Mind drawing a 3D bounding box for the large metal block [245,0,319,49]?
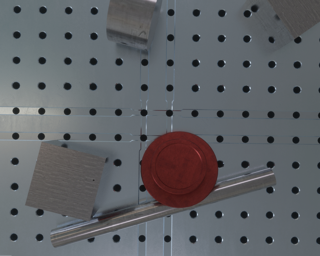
[{"bbox_3d":[0.174,-0.164,0.402,0.080,0.050,0.080,-35,90,0],"label":"large metal block"}]

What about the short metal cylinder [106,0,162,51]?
[{"bbox_3d":[-0.030,-0.142,0.386,0.050,0.080,0.080,15,90,0],"label":"short metal cylinder"}]

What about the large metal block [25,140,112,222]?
[{"bbox_3d":[-0.114,0.065,0.400,0.080,0.050,0.080,15,90,0],"label":"large metal block"}]

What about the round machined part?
[{"bbox_3d":[0.024,0.051,0.392,0.099,0.042,0.098,-1,74,4],"label":"round machined part"}]

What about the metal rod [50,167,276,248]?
[{"bbox_3d":[0.005,0.106,0.413,0.302,0.025,0.025,-16,90,0],"label":"metal rod"}]
